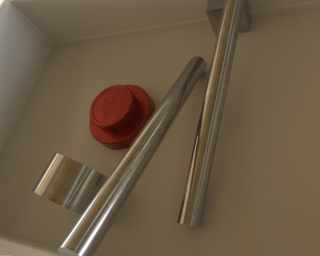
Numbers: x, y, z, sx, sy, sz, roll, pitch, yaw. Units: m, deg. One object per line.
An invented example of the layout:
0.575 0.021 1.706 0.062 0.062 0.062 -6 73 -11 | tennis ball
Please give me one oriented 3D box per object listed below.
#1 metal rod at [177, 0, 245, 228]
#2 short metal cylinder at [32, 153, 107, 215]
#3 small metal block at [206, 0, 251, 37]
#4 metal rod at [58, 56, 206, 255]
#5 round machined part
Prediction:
0.065 -0.039 0.361 0.025 0.025 0.299 6 75 30 | metal rod
-0.106 0.071 0.381 0.080 0.080 0.050 14 69 33 | short metal cylinder
0.098 -0.159 0.435 0.050 0.050 0.025 0 62 28 | small metal block
-0.006 0.003 0.330 0.025 0.025 0.301 1 38 28 | metal rod
-0.060 -0.022 0.438 0.098 0.042 0.098 -13 56 20 | round machined part
